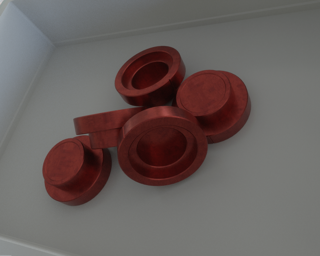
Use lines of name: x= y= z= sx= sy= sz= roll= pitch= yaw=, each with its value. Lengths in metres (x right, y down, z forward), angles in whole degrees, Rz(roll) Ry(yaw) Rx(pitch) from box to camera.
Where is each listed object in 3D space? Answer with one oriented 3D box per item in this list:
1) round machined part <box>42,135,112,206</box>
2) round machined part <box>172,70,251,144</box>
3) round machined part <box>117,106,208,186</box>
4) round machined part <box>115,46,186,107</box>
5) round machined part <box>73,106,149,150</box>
round machined part: x=-0.119 y=0.053 z=0.423 sx=0.098 sy=0.042 sz=0.098 roll=-13 pitch=56 yaw=20
round machined part: x=0.059 y=-0.033 z=0.383 sx=0.098 sy=0.042 sz=0.098 roll=-13 pitch=56 yaw=20
round machined part: x=0.001 y=0.016 z=0.351 sx=0.098 sy=0.098 sz=0.042 roll=-29 pitch=35 yaw=10
round machined part: x=-0.010 y=-0.066 z=0.433 sx=0.098 sy=0.042 sz=0.098 roll=-16 pitch=46 yaw=17
round machined part: x=-0.058 y=0.001 z=0.399 sx=0.098 sy=0.098 sz=0.042 roll=-9 pitch=93 yaw=23
